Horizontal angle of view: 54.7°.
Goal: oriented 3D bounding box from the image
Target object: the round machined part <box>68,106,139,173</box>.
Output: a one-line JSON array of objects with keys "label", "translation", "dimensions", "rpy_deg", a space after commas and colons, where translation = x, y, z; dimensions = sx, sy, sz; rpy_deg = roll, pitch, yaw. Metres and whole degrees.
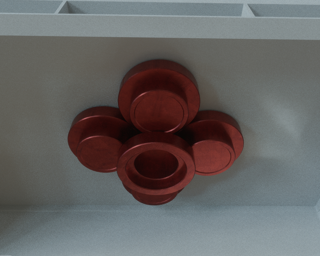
[{"label": "round machined part", "translation": [-0.073, 0.022, 0.413], "dimensions": [0.099, 0.042, 0.097], "rpy_deg": [0, 130, 0]}]

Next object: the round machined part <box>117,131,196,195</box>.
[{"label": "round machined part", "translation": [-0.005, 0.040, 0.402], "dimensions": [0.099, 0.042, 0.097], "rpy_deg": [0, 130, 0]}]

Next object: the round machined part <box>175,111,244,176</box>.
[{"label": "round machined part", "translation": [0.064, 0.027, 0.419], "dimensions": [0.099, 0.042, 0.097], "rpy_deg": [0, 130, 0]}]

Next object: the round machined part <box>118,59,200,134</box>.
[{"label": "round machined part", "translation": [-0.001, -0.028, 0.370], "dimensions": [0.099, 0.042, 0.097], "rpy_deg": [0, 130, 0]}]

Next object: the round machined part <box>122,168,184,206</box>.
[{"label": "round machined part", "translation": [-0.008, 0.078, 0.461], "dimensions": [0.099, 0.042, 0.097], "rpy_deg": [-1, 129, -1]}]
